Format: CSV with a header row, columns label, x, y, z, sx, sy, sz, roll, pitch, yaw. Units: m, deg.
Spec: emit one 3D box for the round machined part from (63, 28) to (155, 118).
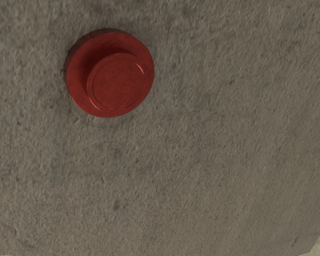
label,x,y,z,sx,sy,sz,roll,pitch,yaw
round machined part,-0.050,-0.054,0.336,0.099,0.042,0.097,-14,125,-21
